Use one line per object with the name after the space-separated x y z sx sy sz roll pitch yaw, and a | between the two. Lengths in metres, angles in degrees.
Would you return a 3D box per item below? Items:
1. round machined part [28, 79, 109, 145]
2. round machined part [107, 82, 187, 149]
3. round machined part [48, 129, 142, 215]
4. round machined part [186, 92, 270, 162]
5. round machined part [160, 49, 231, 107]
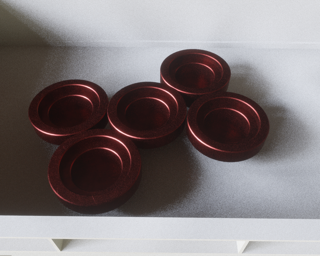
-0.114 -0.016 0.403 0.099 0.042 0.098 0 50 0 | round machined part
-0.016 -0.012 0.399 0.099 0.042 0.098 0 50 0 | round machined part
-0.069 0.051 0.346 0.099 0.042 0.098 0 50 0 | round machined part
0.082 0.003 0.389 0.099 0.042 0.098 0 50 0 | round machined part
0.050 -0.068 0.448 0.099 0.042 0.098 0 50 0 | round machined part
